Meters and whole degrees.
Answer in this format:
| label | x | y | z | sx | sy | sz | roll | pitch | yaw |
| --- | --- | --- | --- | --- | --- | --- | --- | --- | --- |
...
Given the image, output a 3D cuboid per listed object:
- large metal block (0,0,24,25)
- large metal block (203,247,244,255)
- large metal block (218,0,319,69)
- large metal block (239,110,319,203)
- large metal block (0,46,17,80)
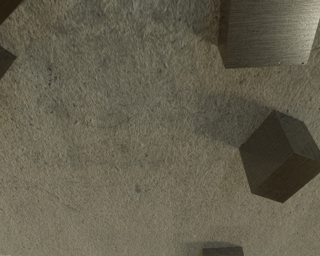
| label | x | y | z | sx | sy | sz | roll | pitch | yaw |
| --- | --- | --- | --- | --- | --- | --- | --- | --- | --- |
| large metal block | -0.139 | -0.151 | 0.261 | 0.080 | 0.050 | 0.080 | -33 | 123 | 24 |
| large metal block | 0.131 | 0.291 | 0.639 | 0.080 | 0.050 | 0.080 | -4 | 130 | 3 |
| large metal block | 0.102 | -0.107 | 0.300 | 0.080 | 0.050 | 0.080 | -3 | 130 | 2 |
| large metal block | 0.155 | 0.037 | 0.404 | 0.050 | 0.080 | 0.079 | 20 | 127 | -16 |
| large metal block | -0.209 | -0.062 | 0.316 | 0.080 | 0.080 | 0.050 | 35 | 122 | -26 |
